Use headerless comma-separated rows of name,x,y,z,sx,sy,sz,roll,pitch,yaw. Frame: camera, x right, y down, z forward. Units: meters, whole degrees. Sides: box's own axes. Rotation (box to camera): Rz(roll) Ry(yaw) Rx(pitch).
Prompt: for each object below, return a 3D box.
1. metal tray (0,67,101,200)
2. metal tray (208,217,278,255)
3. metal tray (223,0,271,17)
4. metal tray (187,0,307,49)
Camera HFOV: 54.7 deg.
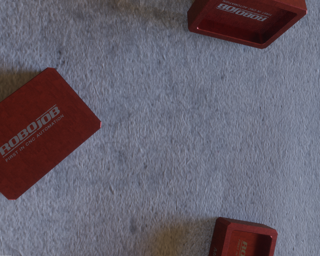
metal tray,-0.145,0.005,0.353,0.130,0.030,0.090,-43,104,-15
metal tray,0.115,0.203,0.450,0.091,0.030,0.129,15,85,-20
metal tray,0.145,-0.233,0.461,0.131,0.030,0.090,-28,99,-18
metal tray,0.114,-0.154,0.415,0.131,0.090,0.030,7,68,-20
